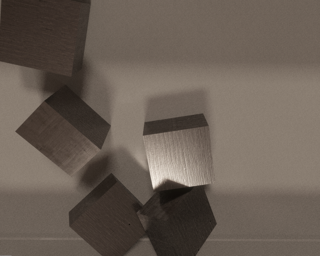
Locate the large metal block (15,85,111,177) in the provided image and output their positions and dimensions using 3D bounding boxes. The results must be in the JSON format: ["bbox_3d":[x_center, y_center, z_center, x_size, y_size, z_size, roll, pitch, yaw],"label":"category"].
[{"bbox_3d":[-0.113,0.000,0.381,0.050,0.080,0.080,-43,105,14],"label":"large metal block"}]

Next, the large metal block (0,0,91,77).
[{"bbox_3d":[-0.130,-0.111,0.355,0.081,0.050,0.079,12,110,-5],"label":"large metal block"}]

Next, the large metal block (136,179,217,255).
[{"bbox_3d":[0.026,0.123,0.419,0.050,0.080,0.080,0,120,42],"label":"large metal block"}]

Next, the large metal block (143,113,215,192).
[{"bbox_3d":[0.025,0.032,0.410,0.080,0.050,0.079,-9,110,3],"label":"large metal block"}]

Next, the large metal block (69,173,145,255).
[{"bbox_3d":[-0.067,0.123,0.429,0.080,0.050,0.080,-43,106,-9],"label":"large metal block"}]
